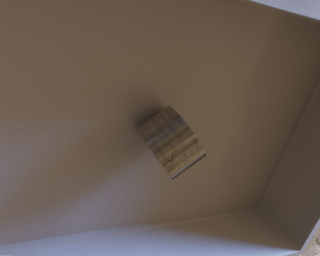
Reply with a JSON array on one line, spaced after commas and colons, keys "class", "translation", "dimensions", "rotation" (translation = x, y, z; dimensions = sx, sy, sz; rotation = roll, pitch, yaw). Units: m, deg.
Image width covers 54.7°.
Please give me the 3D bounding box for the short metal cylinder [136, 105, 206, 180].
[{"class": "short metal cylinder", "translation": [0.013, 0.018, 0.390], "dimensions": [0.050, 0.080, 0.080], "rotation": [-36, 130, -5]}]
